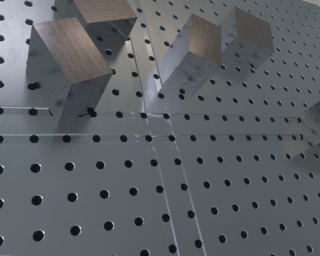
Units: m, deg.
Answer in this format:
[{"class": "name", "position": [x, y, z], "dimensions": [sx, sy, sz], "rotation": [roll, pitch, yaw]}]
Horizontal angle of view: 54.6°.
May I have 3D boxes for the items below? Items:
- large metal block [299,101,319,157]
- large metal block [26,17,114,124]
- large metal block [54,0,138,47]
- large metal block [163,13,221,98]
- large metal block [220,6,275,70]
[{"class": "large metal block", "position": [0.301, 0.009, 0.548], "dimensions": [0.080, 0.050, 0.080], "rotation": [21, 54, -16]}, {"class": "large metal block", "position": [-0.107, -0.064, 0.355], "dimensions": [0.050, 0.080, 0.080], "rotation": [-26, 76, -37]}, {"class": "large metal block", "position": [-0.092, -0.166, 0.443], "dimensions": [0.081, 0.050, 0.080], "rotation": [-22, 74, -36]}, {"class": "large metal block", "position": [0.048, -0.106, 0.463], "dimensions": [0.050, 0.080, 0.080], "rotation": [19, 54, -17]}, {"class": "large metal block", "position": [0.161, -0.167, 0.580], "dimensions": [0.080, 0.050, 0.080], "rotation": [18, 55, -18]}]
